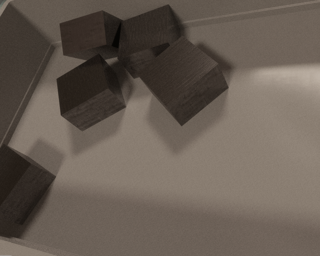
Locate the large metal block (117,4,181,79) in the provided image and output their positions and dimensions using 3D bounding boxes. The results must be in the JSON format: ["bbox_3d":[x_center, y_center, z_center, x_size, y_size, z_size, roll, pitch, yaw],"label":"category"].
[{"bbox_3d":[-0.014,-0.131,0.476,0.080,0.050,0.080,-12,57,21],"label":"large metal block"}]

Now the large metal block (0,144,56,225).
[{"bbox_3d":[-0.214,0.080,0.450,0.080,0.050,0.080,22,74,36],"label":"large metal block"}]

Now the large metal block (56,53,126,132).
[{"bbox_3d":[-0.107,-0.054,0.477,0.080,0.050,0.080,-28,52,10],"label":"large metal block"}]

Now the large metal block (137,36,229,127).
[{"bbox_3d":[0.029,-0.063,0.412,0.080,0.050,0.080,-40,51,1],"label":"large metal block"}]

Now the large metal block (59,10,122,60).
[{"bbox_3d":[-0.100,-0.144,0.500,0.080,0.080,0.050,-6,91,24],"label":"large metal block"}]
